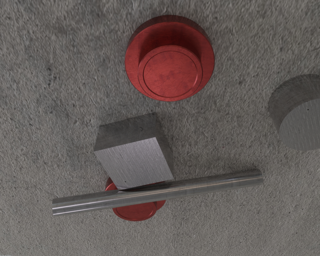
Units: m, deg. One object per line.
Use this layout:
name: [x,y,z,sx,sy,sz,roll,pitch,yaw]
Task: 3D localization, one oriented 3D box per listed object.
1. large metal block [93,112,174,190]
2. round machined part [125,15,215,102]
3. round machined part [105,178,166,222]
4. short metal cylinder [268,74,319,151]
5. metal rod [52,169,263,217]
large metal block: [-0.032,0.033,0.418,0.080,0.050,0.080,-14,129,11]
round machined part: [0.011,-0.068,0.339,0.099,0.042,0.097,0,130,0]
round machined part: [-0.039,0.111,0.491,0.099,0.042,0.097,0,130,0]
short metal cylinder: [0.179,-0.018,0.377,0.081,0.050,0.079,0,130,0]
metal rod: [0.004,0.092,0.447,0.302,0.025,0.025,-6,131,-10]
